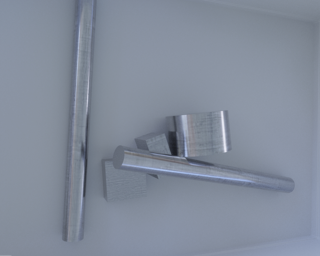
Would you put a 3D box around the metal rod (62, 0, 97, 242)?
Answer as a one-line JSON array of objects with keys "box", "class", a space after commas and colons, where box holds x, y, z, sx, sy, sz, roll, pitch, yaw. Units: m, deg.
[{"box": [-0.097, -0.016, 0.375, 0.025, 0.025, 0.298, 3, 89, -20], "class": "metal rod"}]

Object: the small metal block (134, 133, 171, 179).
[{"box": [-0.007, 0.034, 0.396, 0.025, 0.050, 0.050, -20, 97, -19], "class": "small metal block"}]

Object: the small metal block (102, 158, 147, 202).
[{"box": [-0.046, 0.064, 0.395, 0.050, 0.025, 0.050, -4, 92, -20], "class": "small metal block"}]

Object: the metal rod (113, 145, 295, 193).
[{"box": [0.079, 0.060, 0.404, 0.302, 0.025, 0.025, 14, 85, -34], "class": "metal rod"}]

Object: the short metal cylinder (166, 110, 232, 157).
[{"box": [0.050, 0.006, 0.401, 0.081, 0.080, 0.050, -7, 93, -20], "class": "short metal cylinder"}]
